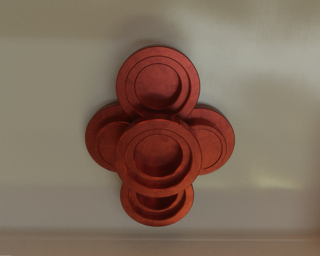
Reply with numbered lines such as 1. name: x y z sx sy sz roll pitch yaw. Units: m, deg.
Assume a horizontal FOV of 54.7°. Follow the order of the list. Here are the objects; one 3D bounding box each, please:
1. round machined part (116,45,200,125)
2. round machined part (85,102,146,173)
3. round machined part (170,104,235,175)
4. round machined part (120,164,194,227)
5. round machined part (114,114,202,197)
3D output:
1. round machined part: -0.002 -0.053 0.380 0.099 0.042 0.097 0 110 -1
2. round machined part: -0.049 0.017 0.406 0.099 0.042 0.097 0 110 -1
3. round machined part: 0.050 0.020 0.408 0.099 0.042 0.097 0 110 -1
4. round machined part: -0.004 0.085 0.431 0.099 0.042 0.097 0 110 -1
5. round machined part: -0.002 0.029 0.366 0.099 0.042 0.097 0 110 -1
